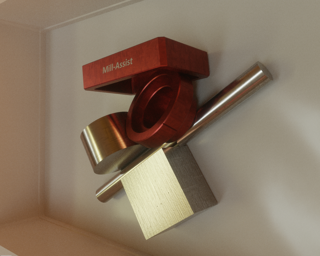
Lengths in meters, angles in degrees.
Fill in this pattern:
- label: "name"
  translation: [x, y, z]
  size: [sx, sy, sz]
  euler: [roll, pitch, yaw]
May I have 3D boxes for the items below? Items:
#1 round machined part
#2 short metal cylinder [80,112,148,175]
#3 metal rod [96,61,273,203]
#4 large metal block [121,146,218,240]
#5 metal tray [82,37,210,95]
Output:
- label: "round machined part"
  translation: [0.005, -0.020, 0.370]
  size: [0.098, 0.042, 0.098]
  euler: [-35, 40, 36]
- label: "short metal cylinder"
  translation: [-0.059, 0.021, 0.416]
  size: [0.080, 0.081, 0.050]
  euler: [-40, 66, 32]
- label: "metal rod"
  translation: [0.010, 0.022, 0.395]
  size: [0.299, 0.025, 0.025]
  euler: [-40, 66, 32]
- label: "large metal block"
  translation: [0.009, 0.077, 0.378]
  size: [0.080, 0.050, 0.080]
  euler: [-40, 66, 32]
- label: "metal tray"
  translation: [-0.019, -0.068, 0.375]
  size: [0.130, 0.091, 0.030]
  euler: [-8, 85, 39]
